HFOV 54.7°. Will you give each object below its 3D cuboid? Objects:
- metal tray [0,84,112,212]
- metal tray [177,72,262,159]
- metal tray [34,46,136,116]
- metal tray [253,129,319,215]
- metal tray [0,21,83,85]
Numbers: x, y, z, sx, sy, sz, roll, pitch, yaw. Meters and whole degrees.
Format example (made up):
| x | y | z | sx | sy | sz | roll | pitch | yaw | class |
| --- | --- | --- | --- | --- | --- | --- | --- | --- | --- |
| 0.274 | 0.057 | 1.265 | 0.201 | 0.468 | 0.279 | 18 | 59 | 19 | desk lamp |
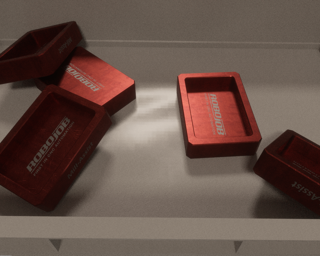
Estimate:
| x | y | z | sx | sy | sz | roll | pitch | yaw | class |
| --- | --- | --- | --- | --- | --- | --- | --- | --- | --- |
| -0.129 | 0.019 | 0.363 | 0.090 | 0.030 | 0.130 | 24 | 68 | 18 | metal tray |
| 0.074 | -0.022 | 0.421 | 0.091 | 0.030 | 0.130 | -3 | 50 | -3 | metal tray |
| -0.111 | -0.064 | 0.454 | 0.130 | 0.030 | 0.090 | 35 | 58 | 25 | metal tray |
| 0.178 | 0.057 | 0.333 | 0.130 | 0.030 | 0.091 | 35 | 33 | 25 | metal tray |
| -0.182 | -0.116 | 0.464 | 0.090 | 0.030 | 0.130 | -7 | 36 | 14 | metal tray |
